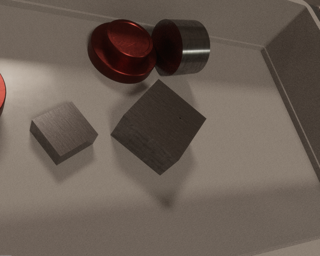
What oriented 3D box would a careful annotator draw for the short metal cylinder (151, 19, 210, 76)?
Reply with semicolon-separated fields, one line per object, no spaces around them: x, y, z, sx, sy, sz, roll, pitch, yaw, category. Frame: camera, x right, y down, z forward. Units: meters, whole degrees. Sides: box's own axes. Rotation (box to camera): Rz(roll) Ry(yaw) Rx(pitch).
0.028;-0.119;0.460;0.050;0.080;0.080;-12;68;-33;short metal cylinder

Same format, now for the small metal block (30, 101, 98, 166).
-0.107;0.005;0.346;0.050;0.025;0.050;-34;81;-38;small metal block

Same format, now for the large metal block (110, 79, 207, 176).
-0.001;-0.002;0.392;0.080;0.050;0.080;40;51;-2;large metal block

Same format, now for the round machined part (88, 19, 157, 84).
-0.049;-0.115;0.440;0.099;0.042;0.098;14;56;-21;round machined part

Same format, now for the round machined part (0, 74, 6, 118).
-0.206;-0.029;0.299;0.099;0.042;0.098;17;53;-23;round machined part
